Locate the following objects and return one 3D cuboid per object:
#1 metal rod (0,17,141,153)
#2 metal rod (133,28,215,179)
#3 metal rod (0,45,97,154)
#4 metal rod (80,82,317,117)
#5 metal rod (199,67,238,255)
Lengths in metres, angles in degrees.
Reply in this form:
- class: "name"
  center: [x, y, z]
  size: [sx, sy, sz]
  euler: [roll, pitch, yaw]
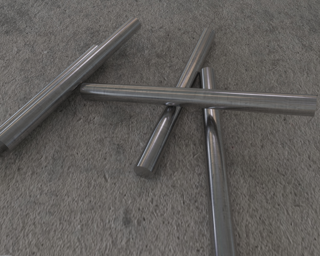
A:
- class: "metal rod"
  center: [-0.115, -0.080, 0.451]
  size: [0.025, 0.025, 0.301]
  euler: [23, 53, 18]
- class: "metal rod"
  center: [0.033, -0.056, 0.450]
  size: [0.025, 0.025, 0.301]
  euler: [16, 52, 13]
- class: "metal rod"
  center: [-0.174, -0.024, 0.421]
  size: [0.025, 0.025, 0.301]
  euler: [23, 53, 18]
- class: "metal rod"
  center: [0.032, -0.039, 0.397]
  size: [0.301, 0.025, 0.025]
  euler: [6, 49, 20]
- class: "metal rod"
  center: [0.067, 0.031, 0.376]
  size: [0.025, 0.025, 0.300]
  euler: [2, 50, 1]
